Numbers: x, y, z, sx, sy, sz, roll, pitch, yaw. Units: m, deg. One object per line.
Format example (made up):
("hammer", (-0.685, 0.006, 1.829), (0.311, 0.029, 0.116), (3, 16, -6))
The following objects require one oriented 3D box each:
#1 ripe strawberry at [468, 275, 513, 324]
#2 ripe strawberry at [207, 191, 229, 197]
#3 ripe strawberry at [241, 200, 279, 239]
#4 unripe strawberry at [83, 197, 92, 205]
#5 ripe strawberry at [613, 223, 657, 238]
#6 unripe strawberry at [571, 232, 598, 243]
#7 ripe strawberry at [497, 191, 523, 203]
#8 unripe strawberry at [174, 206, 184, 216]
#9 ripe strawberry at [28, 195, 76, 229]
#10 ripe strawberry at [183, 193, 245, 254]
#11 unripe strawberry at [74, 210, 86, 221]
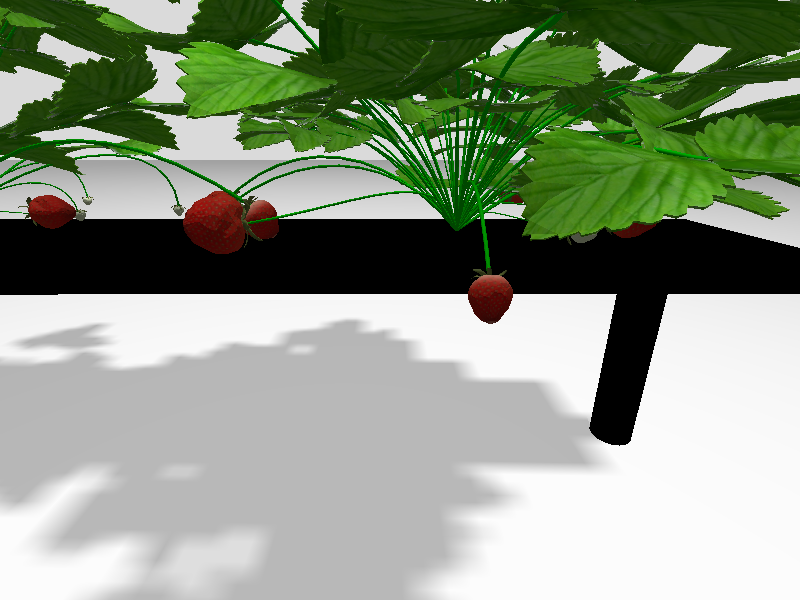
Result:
("ripe strawberry", (0.038, 0.000, 0.168), (0.019, 0.020, 0.020), (1, -22, 3))
("ripe strawberry", (-0.155, -0.074, 0.346), (0.035, 0.035, 0.033), (-33, 17, 12))
("ripe strawberry", (-0.112, -0.063, 0.324), (0.030, 0.031, 0.029), (-36, 14, 17))
("unripe strawberry", (-0.385, -0.122, 0.493), (0.009, 0.010, 0.010), (2, 21, 5))
("ripe strawberry", (0.184, -0.064, 0.314), (0.031, 0.031, 0.035), (6, 22, 13))
("unripe strawberry", (0.138, -0.051, 0.301), (0.019, 0.017, 0.019), (12, 24, 28))
("ripe strawberry", (0.147, -0.141, 0.508), (0.043, 0.037, 0.043), (11, 23, 27))
("unripe strawberry", (-0.227, -0.092, 0.411), (0.010, 0.010, 0.011), (-8, 22, -20))
("ripe strawberry", (-0.305, -0.077, 0.352), (0.030, 0.029, 0.033), (-1, 21, -4))
("ripe strawberry", (-0.124, -0.051, 0.268), (0.038, 0.040, 0.035), (-10, 23, -23))
("unripe strawberry", (-0.292, -0.077, 0.365), (0.010, 0.010, 0.009), (-4, 21, -9))
